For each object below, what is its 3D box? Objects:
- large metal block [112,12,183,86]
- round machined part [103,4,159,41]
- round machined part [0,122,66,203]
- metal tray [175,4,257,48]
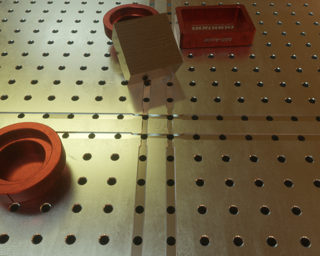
[{"bbox_3d":[-0.021,-0.118,0.467,0.081,0.050,0.080,-17,85,-14],"label":"large metal block"},{"bbox_3d":[-0.047,-0.173,0.542,0.099,0.042,0.098,0,50,0],"label":"round machined part"},{"bbox_3d":[-0.159,0.043,0.359,0.099,0.042,0.098,0,50,0],"label":"round machined part"},{"bbox_3d":[0.096,-0.186,0.560,0.131,0.030,0.090,-3,50,-3],"label":"metal tray"}]
